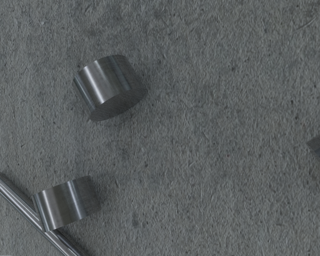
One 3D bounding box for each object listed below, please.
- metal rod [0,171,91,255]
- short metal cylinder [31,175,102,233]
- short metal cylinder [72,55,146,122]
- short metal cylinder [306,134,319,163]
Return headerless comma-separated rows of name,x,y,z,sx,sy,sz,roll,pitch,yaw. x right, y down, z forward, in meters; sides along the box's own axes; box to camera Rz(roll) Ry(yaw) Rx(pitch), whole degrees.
metal rod,-0.154,0.163,0.463,0.300,0.025,0.025,36,101,16
short metal cylinder,-0.127,0.103,0.424,0.080,0.080,0.050,-23,82,18
short metal cylinder,-0.065,-0.050,0.403,0.080,0.080,0.050,-33,80,17
short metal cylinder,0.195,0.033,0.311,0.050,0.080,0.080,-38,78,16
